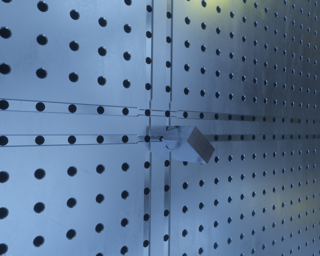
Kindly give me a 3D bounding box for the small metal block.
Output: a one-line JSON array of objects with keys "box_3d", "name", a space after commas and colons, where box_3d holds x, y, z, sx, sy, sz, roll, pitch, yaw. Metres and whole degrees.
[{"box_3d": [0.038, 0.022, 0.424, 0.050, 0.050, 0.025, 47, 62, -30], "name": "small metal block"}]
